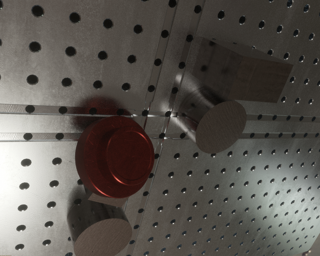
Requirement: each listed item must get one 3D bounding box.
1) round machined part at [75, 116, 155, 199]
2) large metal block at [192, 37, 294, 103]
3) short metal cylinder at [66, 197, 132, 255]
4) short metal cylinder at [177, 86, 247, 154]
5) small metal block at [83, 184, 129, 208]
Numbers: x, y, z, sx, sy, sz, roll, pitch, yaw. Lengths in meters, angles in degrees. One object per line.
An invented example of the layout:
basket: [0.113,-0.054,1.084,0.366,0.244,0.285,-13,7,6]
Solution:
round machined part: [-0.045,0.033,0.365,0.099,0.042,0.097,8,77,-42]
large metal block: [0.100,-0.073,0.388,0.081,0.080,0.050,1,118,-29]
short metal cylinder: [-0.086,0.140,0.436,0.081,0.050,0.079,-14,125,-21]
short metal cylinder: [0.071,-0.011,0.429,0.081,0.050,0.079,-14,125,-21]
small metal block: [-0.071,0.072,0.401,0.050,0.050,0.025,26,108,-38]
